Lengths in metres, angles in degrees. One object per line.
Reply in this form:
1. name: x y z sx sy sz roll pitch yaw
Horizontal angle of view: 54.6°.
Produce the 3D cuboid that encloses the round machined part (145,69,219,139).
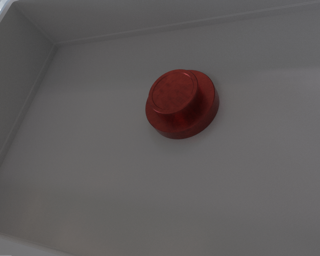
1. round machined part: 0.024 -0.038 0.406 0.098 0.042 0.098 -13 56 21
